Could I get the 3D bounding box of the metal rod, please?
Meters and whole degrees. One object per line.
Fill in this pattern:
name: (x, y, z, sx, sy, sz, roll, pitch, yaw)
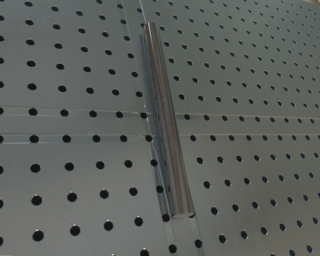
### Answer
metal rod: (0.006, -0.030, 0.428, 0.025, 0.025, 0.299, 5, 59, -26)
